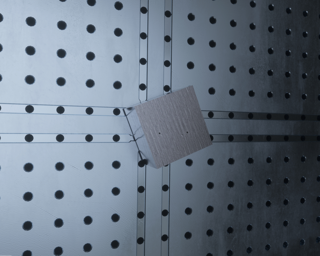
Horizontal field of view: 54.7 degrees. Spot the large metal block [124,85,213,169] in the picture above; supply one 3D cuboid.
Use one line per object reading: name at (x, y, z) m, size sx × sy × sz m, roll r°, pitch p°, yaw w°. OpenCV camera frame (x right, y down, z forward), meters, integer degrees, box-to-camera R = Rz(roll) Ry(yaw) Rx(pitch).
large metal block at (0.010, -0.002, 0.401) m, size 0.081 × 0.050 × 0.080 m, roll -22°, pitch 98°, yaw -19°
